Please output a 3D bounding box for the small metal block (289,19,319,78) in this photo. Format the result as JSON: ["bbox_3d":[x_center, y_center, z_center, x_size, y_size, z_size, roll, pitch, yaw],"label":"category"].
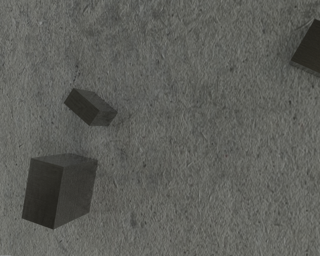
[{"bbox_3d":[0.182,-0.085,0.345,0.050,0.025,0.050,31,100,17],"label":"small metal block"}]

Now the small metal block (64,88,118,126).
[{"bbox_3d":[-0.094,-0.028,0.428,0.050,0.050,0.025,40,103,15],"label":"small metal block"}]

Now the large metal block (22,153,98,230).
[{"bbox_3d":[-0.134,0.082,0.426,0.050,0.080,0.079,11,94,19],"label":"large metal block"}]
